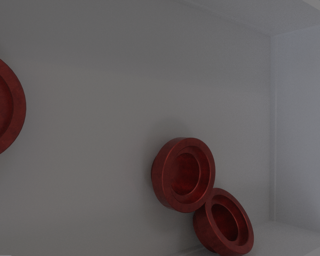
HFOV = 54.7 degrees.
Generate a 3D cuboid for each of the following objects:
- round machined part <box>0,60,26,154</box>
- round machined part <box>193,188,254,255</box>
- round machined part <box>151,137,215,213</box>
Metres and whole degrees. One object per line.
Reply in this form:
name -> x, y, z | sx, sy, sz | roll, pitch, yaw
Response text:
round machined part -> -0.168, -0.018, 0.255 | 0.099, 0.042, 0.097 | 0, 90, -40
round machined part -> 0.086, 0.140, 0.448 | 0.098, 0.042, 0.098 | 31, 36, -25
round machined part -> 0.027, 0.061, 0.418 | 0.099, 0.042, 0.097 | 0, 90, -40
